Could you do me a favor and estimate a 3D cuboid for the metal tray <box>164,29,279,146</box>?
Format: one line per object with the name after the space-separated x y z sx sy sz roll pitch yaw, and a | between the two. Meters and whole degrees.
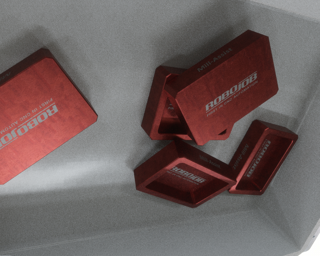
0.080 -0.048 0.382 0.130 0.030 0.090 -34 129 -6 | metal tray

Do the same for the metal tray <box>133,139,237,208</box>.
0.038 0.072 0.452 0.131 0.030 0.090 28 125 -38 | metal tray

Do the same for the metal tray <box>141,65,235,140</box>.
0.048 -0.029 0.415 0.131 0.030 0.089 1 118 -30 | metal tray

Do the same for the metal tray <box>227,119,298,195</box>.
0.170 0.055 0.534 0.091 0.030 0.129 12 113 -34 | metal tray

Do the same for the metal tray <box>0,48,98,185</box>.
-0.144 -0.010 0.322 0.130 0.030 0.090 -35 129 -5 | metal tray
